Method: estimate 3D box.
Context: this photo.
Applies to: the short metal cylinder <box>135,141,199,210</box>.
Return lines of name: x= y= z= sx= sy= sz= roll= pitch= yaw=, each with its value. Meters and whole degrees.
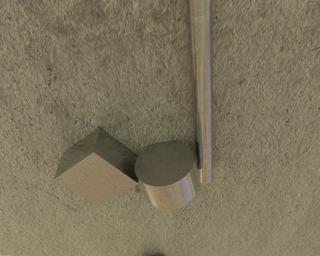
short metal cylinder: x=0.011 y=0.064 z=0.425 sx=0.080 sy=0.080 sz=0.050 roll=-10 pitch=129 yaw=8

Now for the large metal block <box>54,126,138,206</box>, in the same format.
large metal block: x=-0.086 y=0.056 z=0.438 sx=0.080 sy=0.050 sz=0.080 roll=-33 pitch=123 yaw=25

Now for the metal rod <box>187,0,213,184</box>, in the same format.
metal rod: x=0.051 y=-0.038 z=0.375 sx=0.025 sy=0.025 sz=0.298 roll=-5 pitch=130 yaw=4
